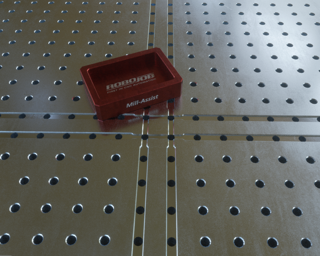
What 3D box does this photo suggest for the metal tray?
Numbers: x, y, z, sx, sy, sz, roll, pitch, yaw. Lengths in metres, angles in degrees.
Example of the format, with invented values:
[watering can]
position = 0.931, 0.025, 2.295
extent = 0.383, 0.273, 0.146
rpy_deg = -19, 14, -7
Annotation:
[metal tray]
position = -0.043, -0.069, 0.462
extent = 0.131, 0.030, 0.090
rpy_deg = -19, 53, -15
